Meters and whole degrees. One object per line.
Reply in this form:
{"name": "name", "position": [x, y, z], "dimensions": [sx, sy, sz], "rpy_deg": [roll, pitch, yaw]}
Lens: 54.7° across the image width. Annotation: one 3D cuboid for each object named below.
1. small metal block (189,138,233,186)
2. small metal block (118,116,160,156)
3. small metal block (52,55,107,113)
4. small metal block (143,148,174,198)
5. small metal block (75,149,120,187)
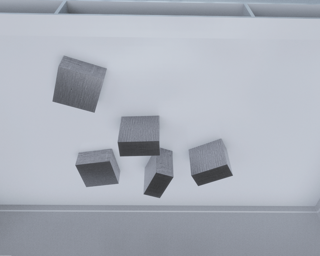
{"name": "small metal block", "position": [0.070, 0.048, 0.434], "dimensions": [0.050, 0.050, 0.025], "rpy_deg": [-20, 127, 16]}
{"name": "small metal block", "position": [-0.026, 0.010, 0.400], "dimensions": [0.050, 0.050, 0.025], "rpy_deg": [-1, 130, 1]}
{"name": "small metal block", "position": [-0.095, -0.051, 0.365], "dimensions": [0.050, 0.025, 0.050], "rpy_deg": [15, 129, -13]}
{"name": "small metal block", "position": [-0.003, 0.064, 0.447], "dimensions": [0.025, 0.050, 0.050], "rpy_deg": [17, 128, -14]}
{"name": "small metal block", "position": [-0.091, 0.060, 0.459], "dimensions": [0.050, 0.025, 0.050], "rpy_deg": [-7, 130, 6]}
